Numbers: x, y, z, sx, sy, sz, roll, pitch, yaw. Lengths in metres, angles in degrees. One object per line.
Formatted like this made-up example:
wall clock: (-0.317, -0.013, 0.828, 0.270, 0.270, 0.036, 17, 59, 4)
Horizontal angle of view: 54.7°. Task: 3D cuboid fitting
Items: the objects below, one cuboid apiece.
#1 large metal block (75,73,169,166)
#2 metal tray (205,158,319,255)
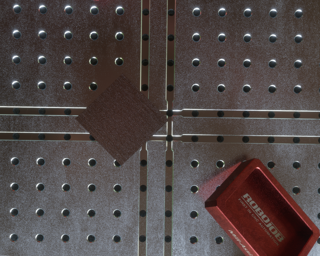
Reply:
large metal block: (-0.046, -0.011, 0.400, 0.080, 0.050, 0.080, -44, 90, 0)
metal tray: (0.131, 0.115, 0.392, 0.090, 0.030, 0.130, -40, 89, -26)
